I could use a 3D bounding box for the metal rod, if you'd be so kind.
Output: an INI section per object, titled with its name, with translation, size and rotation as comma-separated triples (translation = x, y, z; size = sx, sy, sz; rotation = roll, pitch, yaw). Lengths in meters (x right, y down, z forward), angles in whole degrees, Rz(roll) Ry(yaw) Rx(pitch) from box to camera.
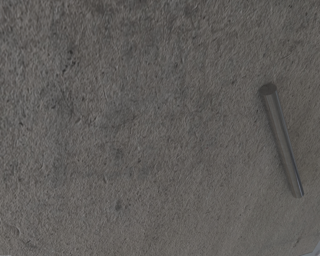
[metal rod]
translation = 0.224, 0.039, 0.553
size = 0.025, 0.025, 0.299
rotation = -37, 129, -4
